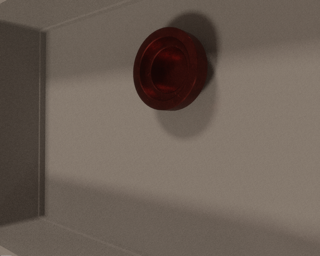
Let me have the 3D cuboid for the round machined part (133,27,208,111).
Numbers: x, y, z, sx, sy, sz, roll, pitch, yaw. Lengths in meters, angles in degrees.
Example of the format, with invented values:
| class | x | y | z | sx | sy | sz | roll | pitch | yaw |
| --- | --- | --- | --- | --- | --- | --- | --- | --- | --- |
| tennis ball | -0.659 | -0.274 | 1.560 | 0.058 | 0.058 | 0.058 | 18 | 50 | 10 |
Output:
| class | x | y | z | sx | sy | sz | roll | pitch | yaw |
| --- | --- | --- | --- | --- | --- | --- | --- | --- | --- |
| round machined part | 0.017 | -0.070 | 0.380 | 0.098 | 0.042 | 0.097 | 0 | 90 | 39 |
